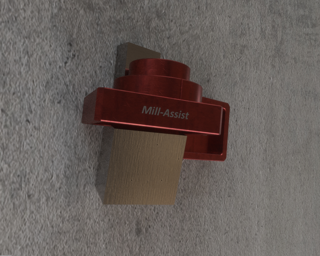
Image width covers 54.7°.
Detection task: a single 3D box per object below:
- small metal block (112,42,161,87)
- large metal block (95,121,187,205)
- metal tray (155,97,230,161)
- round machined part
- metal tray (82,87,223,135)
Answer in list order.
[{"bbox_3d":[-0.028,-0.073,0.385,0.050,0.025,0.050,8,85,-40],"label":"small metal block"},{"bbox_3d":[-0.023,0.038,0.348,0.081,0.050,0.079,6,99,-22],"label":"large metal block"},{"bbox_3d":[0.046,0.000,0.444,0.131,0.030,0.089,8,85,-40],"label":"metal tray"},{"bbox_3d":[-0.002,-0.048,0.345,0.099,0.098,0.042,8,85,-40],"label":"round machined part"},{"bbox_3d":[-0.011,-0.014,0.334,0.131,0.090,0.030,7,86,-22],"label":"metal tray"}]
